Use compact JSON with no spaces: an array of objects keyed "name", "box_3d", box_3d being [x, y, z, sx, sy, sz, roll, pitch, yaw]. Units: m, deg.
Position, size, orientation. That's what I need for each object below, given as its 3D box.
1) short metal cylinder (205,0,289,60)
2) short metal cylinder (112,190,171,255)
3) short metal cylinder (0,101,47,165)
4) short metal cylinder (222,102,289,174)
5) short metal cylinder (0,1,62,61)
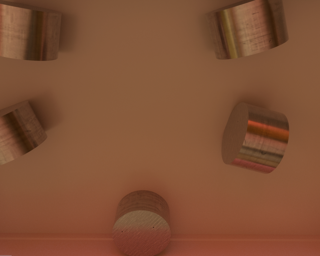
[{"name":"short metal cylinder","box_3d":[0.095,-0.113,0.342,0.080,0.080,0.050,-17,110,5]},{"name":"short metal cylinder","box_3d":[-0.025,0.138,0.449,0.081,0.050,0.079,0,110,-1]},{"name":"short metal cylinder","box_3d":[-0.189,0.006,0.382,0.080,0.080,0.050,-20,109,7]},{"name":"short metal cylinder","box_3d":[0.116,0.013,0.388,0.050,0.080,0.079,15,109,-6]},{"name":"short metal cylinder","box_3d":[-0.152,-0.108,0.340,0.081,0.080,0.050,11,110,-4]}]
